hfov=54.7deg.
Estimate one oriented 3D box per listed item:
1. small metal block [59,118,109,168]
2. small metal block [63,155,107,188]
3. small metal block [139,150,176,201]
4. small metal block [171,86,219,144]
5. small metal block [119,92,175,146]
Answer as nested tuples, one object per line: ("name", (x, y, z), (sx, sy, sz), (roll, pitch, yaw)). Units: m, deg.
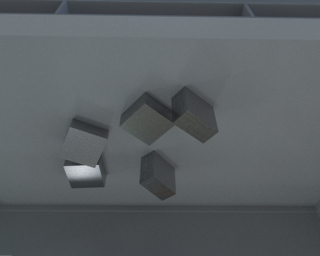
("small metal block", (-0.103, 0.021, 0.419), (0.050, 0.025, 0.050), (20, 115, -16))
("small metal block", (-0.110, 0.064, 0.462), (0.050, 0.025, 0.050), (-2, 131, 2))
("small metal block", (-0.003, 0.069, 0.451), (0.025, 0.050, 0.050), (-31, 124, 24))
("small metal block", (0.042, -0.016, 0.379), (0.050, 0.050, 0.025), (33, 123, -25))
("small metal block", (-0.016, -0.011, 0.400), (0.050, 0.025, 0.050), (34, 122, -26))
